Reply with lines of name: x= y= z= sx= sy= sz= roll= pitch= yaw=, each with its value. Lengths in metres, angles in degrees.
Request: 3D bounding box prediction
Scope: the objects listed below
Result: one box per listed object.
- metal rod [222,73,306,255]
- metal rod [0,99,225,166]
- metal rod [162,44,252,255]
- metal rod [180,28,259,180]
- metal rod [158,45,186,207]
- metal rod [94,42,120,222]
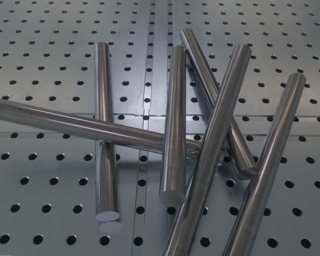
metal rod: x=0.139 y=0.029 z=0.384 sx=0.025 sy=0.025 sz=0.301 roll=22 pitch=53 yaw=17
metal rod: x=-0.072 y=0.003 z=0.369 sx=0.302 sy=0.025 sz=0.025 roll=12 pitch=50 yaw=-4
metal rod: x=0.060 y=0.019 z=0.355 sx=0.025 sy=0.025 sz=0.300 roll=16 pitch=63 yaw=13
metal rod: x=0.072 y=-0.057 z=0.445 sx=0.025 sy=0.025 sz=0.300 roll=-8 pitch=47 yaw=-6
metal rod: x=0.021 y=-0.030 z=0.398 sx=0.025 sy=0.025 sz=0.300 roll=3 pitch=39 yaw=2
metal rod: x=-0.076 y=-0.020 z=0.424 sx=0.025 sy=0.025 sz=0.300 roll=-6 pitch=50 yaw=-5
